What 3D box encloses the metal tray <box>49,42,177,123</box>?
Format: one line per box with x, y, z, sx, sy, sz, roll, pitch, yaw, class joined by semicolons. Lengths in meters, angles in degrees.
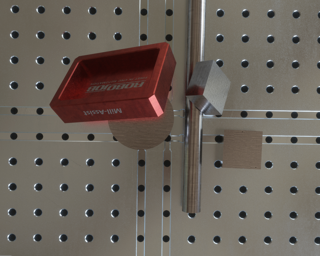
-0.053;-0.052;0.362;0.130;0.030;0.090;-3;50;22;metal tray

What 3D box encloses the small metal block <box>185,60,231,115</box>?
0.062;-0.050;0.393;0.025;0.050;0.050;2;65;41;small metal block

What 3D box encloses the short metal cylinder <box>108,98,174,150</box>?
-0.023;-0.013;0.400;0.081;0.050;0.079;0;90;-1;short metal cylinder

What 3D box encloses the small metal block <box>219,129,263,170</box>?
0.107;0.028;0.415;0.050;0.025;0.050;3;90;-1;small metal block

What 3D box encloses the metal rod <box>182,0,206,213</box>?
0.046;-0.039;0.413;0.025;0.025;0.298;2;90;-1;metal rod
